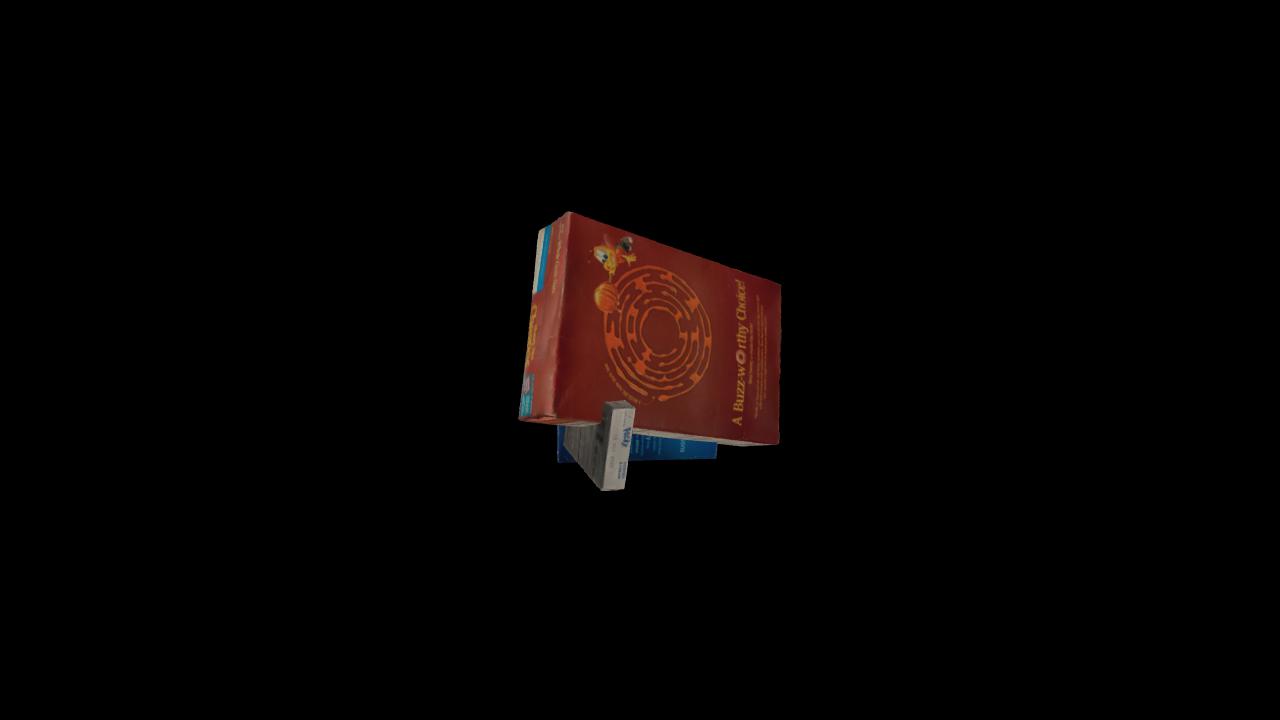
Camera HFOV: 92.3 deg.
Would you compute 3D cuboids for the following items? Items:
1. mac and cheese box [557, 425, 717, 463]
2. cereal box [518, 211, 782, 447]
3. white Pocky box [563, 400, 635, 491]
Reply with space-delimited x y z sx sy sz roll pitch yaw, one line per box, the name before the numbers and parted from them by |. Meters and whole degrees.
mac and cheese box | -0.002 0.068 0.706 0.184 0.093 0.041 0 20 -6
cereal box | 0.026 -0.018 0.677 0.306 0.203 0.081 11 -14 -34
white Pocky box | -0.050 0.068 0.638 0.028 0.084 0.154 2 11 -24
